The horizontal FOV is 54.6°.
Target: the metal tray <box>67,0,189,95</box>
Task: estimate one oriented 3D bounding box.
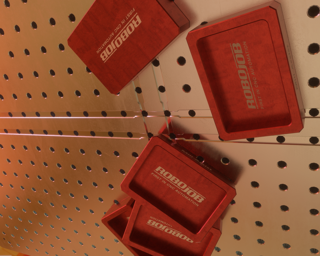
[{"bbox_3d":[-0.041,-0.110,0.363,0.090,0.030,0.129,49,129,-7],"label":"metal tray"}]

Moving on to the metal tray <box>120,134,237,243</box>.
[{"bbox_3d":[0.024,0.079,0.418,0.130,0.030,0.090,34,100,5],"label":"metal tray"}]

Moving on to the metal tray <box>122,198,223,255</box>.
[{"bbox_3d":[0.017,0.156,0.469,0.130,0.030,0.089,21,112,5],"label":"metal tray"}]

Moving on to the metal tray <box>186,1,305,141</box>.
[{"bbox_3d":[0.092,-0.053,0.326,0.090,0.030,0.129,-9,114,32],"label":"metal tray"}]

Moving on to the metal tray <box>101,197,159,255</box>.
[{"bbox_3d":[-0.029,0.182,0.536,0.130,0.030,0.090,48,129,-6],"label":"metal tray"}]
